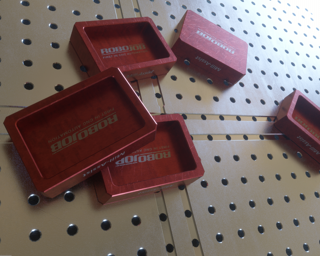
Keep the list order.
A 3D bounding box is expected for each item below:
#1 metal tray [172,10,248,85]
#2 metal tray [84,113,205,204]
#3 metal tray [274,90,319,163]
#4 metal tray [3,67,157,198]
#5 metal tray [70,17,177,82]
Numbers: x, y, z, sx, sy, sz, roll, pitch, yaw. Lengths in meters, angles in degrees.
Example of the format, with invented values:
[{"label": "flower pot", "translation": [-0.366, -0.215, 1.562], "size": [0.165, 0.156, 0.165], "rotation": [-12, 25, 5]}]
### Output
[{"label": "metal tray", "translation": [0.090, -0.142, 0.542], "size": [0.131, 0.030, 0.090], "rotation": [25, 53, -13]}, {"label": "metal tray", "translation": [-0.018, 0.032, 0.376], "size": [0.131, 0.030, 0.090], "rotation": [-7, 65, -31]}, {"label": "metal tray", "translation": [0.274, 0.002, 0.554], "size": [0.130, 0.030, 0.090], "rotation": [39, 51, -2]}, {"label": "metal tray", "translation": [-0.080, 0.001, 0.326], "size": [0.131, 0.030, 0.090], "rotation": [-29, 71, -15]}, {"label": "metal tray", "translation": [-0.050, -0.114, 0.448], "size": [0.131, 0.030, 0.090], "rotation": [-19, 72, -36]}]
